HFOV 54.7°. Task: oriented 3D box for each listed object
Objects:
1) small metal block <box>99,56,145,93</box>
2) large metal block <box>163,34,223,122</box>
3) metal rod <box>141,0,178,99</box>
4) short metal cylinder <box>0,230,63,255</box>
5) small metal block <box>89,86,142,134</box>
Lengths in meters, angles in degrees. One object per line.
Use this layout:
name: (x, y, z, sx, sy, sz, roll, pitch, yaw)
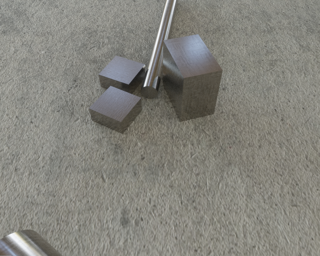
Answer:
small metal block: (-0.056, -0.079, 0.469, 0.050, 0.025, 0.050, 20, 53, 16)
large metal block: (0.040, -0.068, 0.426, 0.050, 0.080, 0.080, -13, 52, -11)
metal rod: (0.007, -0.164, 0.541, 0.025, 0.025, 0.300, 7, 50, 5)
short metal cylinder: (-0.116, 0.133, 0.254, 0.050, 0.080, 0.080, 30, 56, 23)
small metal block: (-0.060, -0.026, 0.424, 0.050, 0.025, 0.050, 23, 53, 17)
